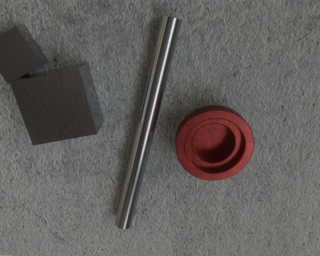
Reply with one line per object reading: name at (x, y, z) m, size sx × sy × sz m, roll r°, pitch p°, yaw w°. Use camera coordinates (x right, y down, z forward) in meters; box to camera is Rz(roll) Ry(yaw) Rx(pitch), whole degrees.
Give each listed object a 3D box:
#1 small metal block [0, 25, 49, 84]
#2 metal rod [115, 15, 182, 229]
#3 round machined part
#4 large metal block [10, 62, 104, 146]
small metal block at (-0.174, -0.089, 0.375) m, size 0.050 × 0.025 × 0.050 m, roll -27°, pitch 108°, yaw 9°
metal rod at (-0.020, 0.007, 0.411) m, size 0.025 × 0.025 × 0.298 m, roll 12°, pitch 110°, yaw -5°
round machined part at (0.069, 0.016, 0.408) m, size 0.099 × 0.042 × 0.097 m, roll 0°, pitch 110°, yaw -1°
large metal block at (-0.122, -0.031, 0.383) m, size 0.080 × 0.050 × 0.079 m, roll -10°, pitch 110°, yaw 3°
